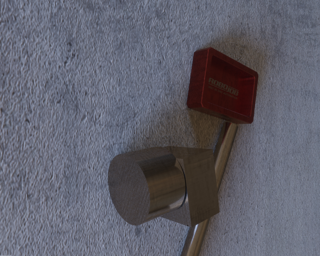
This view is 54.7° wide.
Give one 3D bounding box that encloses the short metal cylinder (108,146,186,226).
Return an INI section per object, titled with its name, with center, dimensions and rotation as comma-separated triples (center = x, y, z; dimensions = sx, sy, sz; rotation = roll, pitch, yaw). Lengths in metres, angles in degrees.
[short metal cylinder]
center = -0.017, 0.065, 0.357
dimensions = 0.050, 0.080, 0.079
rotation = -9, 96, -40

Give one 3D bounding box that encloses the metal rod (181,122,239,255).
[metal rod]
center = 0.063, 0.130, 0.460
dimensions = 0.025, 0.025, 0.299
rotation = 34, 69, -35

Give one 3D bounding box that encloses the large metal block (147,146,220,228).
[large metal block]
center = 0.024, 0.069, 0.391
dimensions = 0.050, 0.080, 0.079
rotation = -13, 98, -40

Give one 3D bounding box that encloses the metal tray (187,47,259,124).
[metal tray]
center = 0.103, -0.062, 0.490
dimensions = 0.131, 0.030, 0.090
rotation = 14, 81, -39
